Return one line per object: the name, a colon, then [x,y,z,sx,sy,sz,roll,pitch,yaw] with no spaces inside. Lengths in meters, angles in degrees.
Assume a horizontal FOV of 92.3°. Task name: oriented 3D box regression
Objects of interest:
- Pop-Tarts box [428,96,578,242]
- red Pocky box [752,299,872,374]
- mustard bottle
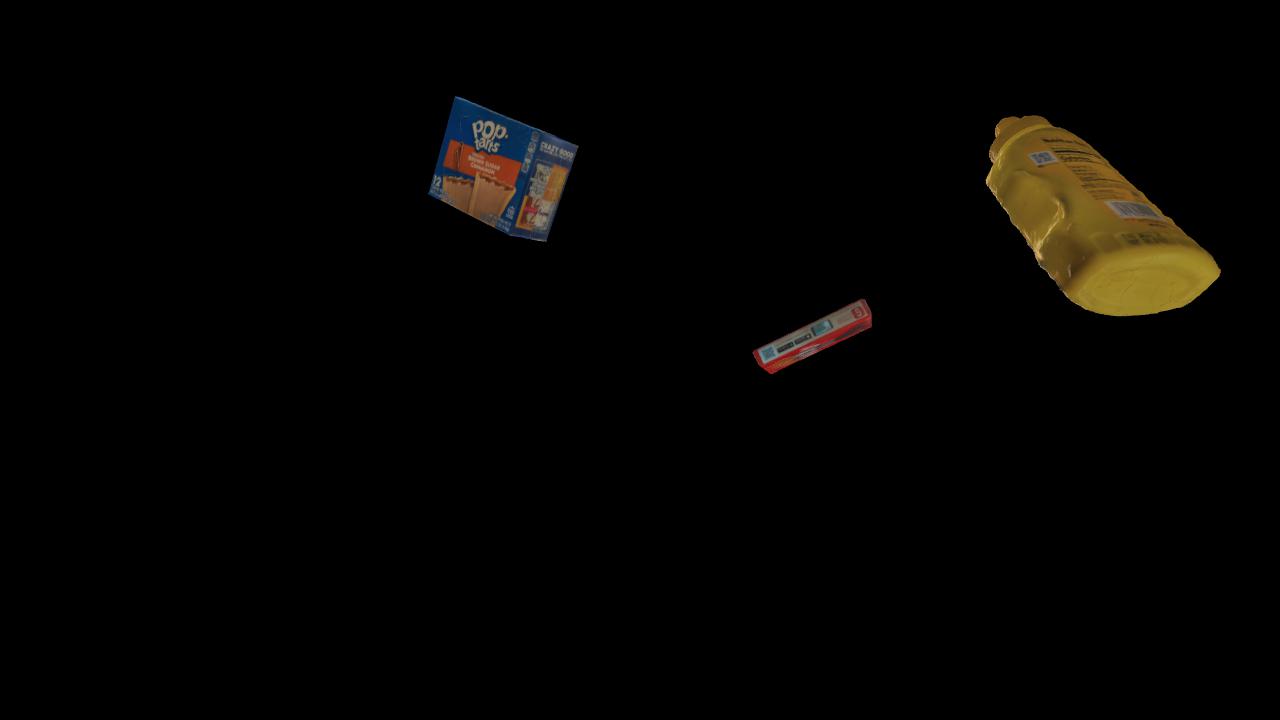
Pop-Tarts box: [-0.192,-0.263,0.853,0.167,0.141,0.083,30,17,24]
red Pocky box: [0.232,-0.028,0.821,0.155,0.028,0.083,-27,-16,16]
mustard bottle: [0.287,-0.112,0.415,0.092,0.184,0.054,0,-41,-5]
